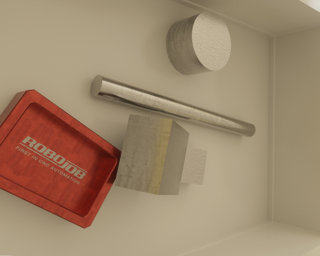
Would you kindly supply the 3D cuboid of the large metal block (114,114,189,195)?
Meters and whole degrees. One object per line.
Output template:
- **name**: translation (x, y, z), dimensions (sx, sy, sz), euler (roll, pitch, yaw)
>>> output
- **large metal block**: translation (-0.005, 0.034, 0.366), dimensions (0.080, 0.050, 0.080), euler (34, 66, -68)

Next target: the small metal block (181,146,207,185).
- **small metal block**: translation (0.038, 0.052, 0.441), dimensions (0.050, 0.025, 0.050), euler (15, 81, -39)

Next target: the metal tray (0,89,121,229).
- **metal tray**: translation (-0.107, 0.034, 0.315), dimensions (0.130, 0.030, 0.090), euler (41, 65, -33)

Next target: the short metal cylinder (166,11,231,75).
- **short metal cylinder**: translation (0.055, -0.118, 0.439), dimensions (0.081, 0.050, 0.079), euler (0, 90, -40)

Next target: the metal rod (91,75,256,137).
- **metal rod**: translation (0.042, -0.022, 0.444), dimensions (0.302, 0.025, 0.025), euler (13, 82, -40)
